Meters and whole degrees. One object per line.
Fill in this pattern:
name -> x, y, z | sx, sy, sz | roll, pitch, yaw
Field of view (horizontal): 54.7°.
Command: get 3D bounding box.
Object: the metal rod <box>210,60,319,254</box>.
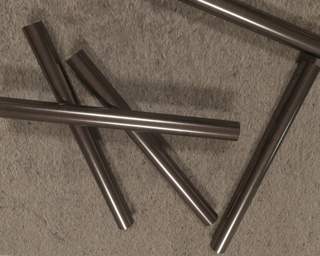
metal rod -> 0.138, 0.053, 0.431 | 0.025, 0.025, 0.298 | 18, 109, -7

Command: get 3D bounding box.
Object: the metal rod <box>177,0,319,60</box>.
metal rod -> 0.074, -0.140, 0.359 | 0.302, 0.025, 0.025 | 19, 109, -8

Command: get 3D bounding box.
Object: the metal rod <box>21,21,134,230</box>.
metal rod -> -0.100, 0.011, 0.412 | 0.025, 0.025, 0.298 | -19, 109, 6

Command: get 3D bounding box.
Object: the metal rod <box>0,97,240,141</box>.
metal rod -> -0.054, -0.011, 0.377 | 0.302, 0.025, 0.025 | 6, 110, -3

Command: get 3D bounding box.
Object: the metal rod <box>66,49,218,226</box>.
metal rod -> -0.014, 0.024, 0.418 | 0.025, 0.025, 0.300 | -35, 107, 12
